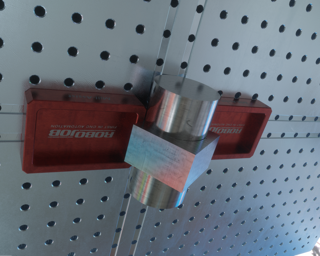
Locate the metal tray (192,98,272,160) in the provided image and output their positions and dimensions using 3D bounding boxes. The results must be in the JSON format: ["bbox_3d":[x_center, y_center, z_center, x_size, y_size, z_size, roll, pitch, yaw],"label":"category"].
[{"bbox_3d":[0.096,0.002,0.461,0.131,0.030,0.089,1,118,-29],"label":"metal tray"}]

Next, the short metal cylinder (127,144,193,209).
[{"bbox_3d":[0.001,0.062,0.414,0.081,0.080,0.050,2,118,-29],"label":"short metal cylinder"}]

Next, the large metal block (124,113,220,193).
[{"bbox_3d":[0.017,0.024,0.381,0.080,0.080,0.050,-26,137,-57],"label":"large metal block"}]

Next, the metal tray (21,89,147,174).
[{"bbox_3d":[-0.089,0.005,0.362,0.131,0.030,0.089,1,118,-29],"label":"metal tray"}]

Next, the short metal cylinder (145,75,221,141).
[{"bbox_3d":[0.026,-0.026,0.373,0.081,0.080,0.050,1,118,-29],"label":"short metal cylinder"}]
